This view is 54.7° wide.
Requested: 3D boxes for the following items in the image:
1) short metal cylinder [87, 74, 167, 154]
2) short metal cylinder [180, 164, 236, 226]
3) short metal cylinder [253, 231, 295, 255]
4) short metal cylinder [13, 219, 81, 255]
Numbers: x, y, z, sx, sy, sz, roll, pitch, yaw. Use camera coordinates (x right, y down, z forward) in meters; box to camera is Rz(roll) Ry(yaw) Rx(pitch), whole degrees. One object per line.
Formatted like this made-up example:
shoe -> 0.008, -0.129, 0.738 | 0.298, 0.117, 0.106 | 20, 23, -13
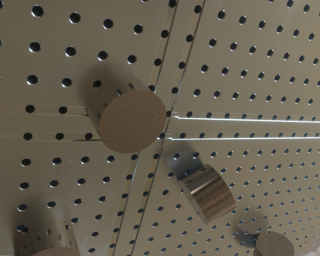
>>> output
short metal cylinder -> -0.040, -0.017, 0.364 | 0.081, 0.050, 0.079 | -14, 124, -21
short metal cylinder -> 0.072, 0.103, 0.481 | 0.050, 0.080, 0.080 | -30, 129, -9
short metal cylinder -> 0.252, 0.280, 0.690 | 0.081, 0.080, 0.050 | -14, 125, -21
short metal cylinder -> -0.152, 0.171, 0.419 | 0.081, 0.050, 0.079 | -14, 125, -21
